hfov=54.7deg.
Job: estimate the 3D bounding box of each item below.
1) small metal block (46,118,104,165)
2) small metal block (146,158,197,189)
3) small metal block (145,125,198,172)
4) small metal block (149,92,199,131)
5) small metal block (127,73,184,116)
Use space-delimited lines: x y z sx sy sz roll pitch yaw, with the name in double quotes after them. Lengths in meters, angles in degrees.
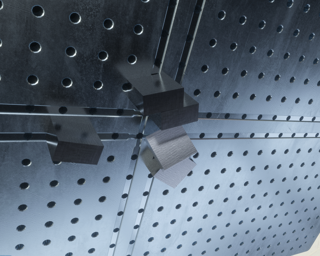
-0.098 0.015 0.352 0.050 0.050 0.025 10 113 -33 "small metal block"
0.017 0.055 0.457 0.050 0.025 0.050 -48 129 6 "small metal block"
0.014 0.025 0.417 0.050 0.050 0.025 -28 169 -11 "small metal block"
0.014 -0.025 0.388 0.050 0.050 0.025 -15 125 -21 "small metal block"
-0.006 -0.041 0.368 0.050 0.050 0.025 -14 124 -21 "small metal block"
